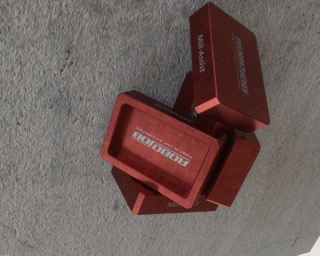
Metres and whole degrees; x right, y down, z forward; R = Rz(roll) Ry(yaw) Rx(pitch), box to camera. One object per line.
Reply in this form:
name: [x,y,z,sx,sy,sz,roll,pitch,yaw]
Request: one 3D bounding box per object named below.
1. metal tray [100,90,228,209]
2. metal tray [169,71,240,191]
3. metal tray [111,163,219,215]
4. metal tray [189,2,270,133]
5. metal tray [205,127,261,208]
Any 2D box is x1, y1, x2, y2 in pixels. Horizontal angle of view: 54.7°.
metal tray: [0.000,0.022,0.360,0.030,0.130,0.089,-26,140,-62]
metal tray: [0.046,0.004,0.395,0.030,0.090,0.129,7,115,-32]
metal tray: [0.010,0.073,0.418,0.131,0.090,0.030,7,115,-32]
metal tray: [0.078,-0.067,0.351,0.091,0.130,0.030,19,149,-36]
metal tray: [0.091,0.032,0.415,0.030,0.130,0.089,20,112,-1]
